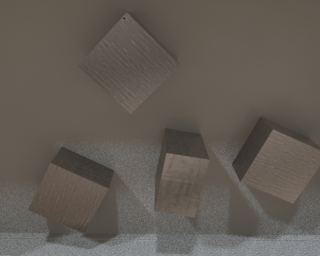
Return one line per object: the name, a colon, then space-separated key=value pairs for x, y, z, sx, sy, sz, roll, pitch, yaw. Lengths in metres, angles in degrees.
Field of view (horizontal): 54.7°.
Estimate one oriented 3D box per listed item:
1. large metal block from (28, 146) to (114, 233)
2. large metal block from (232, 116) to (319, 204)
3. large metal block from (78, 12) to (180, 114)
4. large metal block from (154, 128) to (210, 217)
large metal block: x=-0.120 y=0.085 z=0.428 sx=0.080 sy=0.050 sz=0.080 roll=27 pitch=108 yaw=-10
large metal block: x=0.156 y=0.042 z=0.415 sx=0.080 sy=0.050 sz=0.080 roll=23 pitch=108 yaw=-9
large metal block: x=-0.035 y=-0.078 z=0.369 sx=0.080 sy=0.050 sz=0.080 roll=43 pitch=104 yaw=-14
large metal block: x=0.025 y=0.055 z=0.402 sx=0.050 sy=0.080 sz=0.079 roll=10 pitch=110 yaw=-4
